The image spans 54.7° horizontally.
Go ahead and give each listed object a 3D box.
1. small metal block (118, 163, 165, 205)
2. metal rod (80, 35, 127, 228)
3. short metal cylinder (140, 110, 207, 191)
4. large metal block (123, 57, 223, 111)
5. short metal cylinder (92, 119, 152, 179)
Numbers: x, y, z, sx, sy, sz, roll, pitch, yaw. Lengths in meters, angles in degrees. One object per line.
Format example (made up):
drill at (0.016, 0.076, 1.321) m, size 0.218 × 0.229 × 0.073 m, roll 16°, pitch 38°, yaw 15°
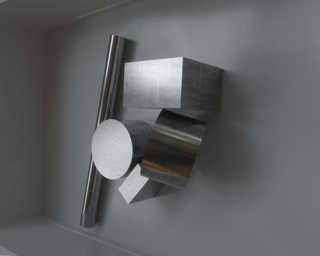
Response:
small metal block at (-0.017, 0.070, 0.403) m, size 0.025 × 0.050 × 0.050 m, roll 52°, pitch 120°, yaw 27°
metal rod at (-0.089, 0.011, 0.477) m, size 0.025 × 0.025 × 0.298 m, roll 18°, pitch 101°, yaw 38°
short metal cylinder at (0.016, 0.024, 0.347) m, size 0.050 × 0.080 × 0.079 m, roll 18°, pitch 104°, yaw 6°
large metal block at (0.016, -0.047, 0.356) m, size 0.080 × 0.081 × 0.050 m, roll 4°, pitch 93°, yaw 39°
short metal cylinder at (-0.049, 0.028, 0.429) m, size 0.080 × 0.050 × 0.079 m, roll 0°, pitch 90°, yaw 39°
